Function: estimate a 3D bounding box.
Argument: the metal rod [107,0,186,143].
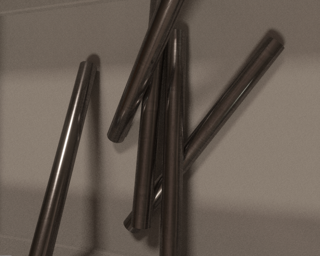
[{"bbox_3d":[-0.007,-0.093,0.343,0.025,0.025,0.298,40,129,15],"label":"metal rod"}]

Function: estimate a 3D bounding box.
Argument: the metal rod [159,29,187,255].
[{"bbox_3d":[0.016,0.024,0.379,0.025,0.025,0.298,-1,80,19],"label":"metal rod"}]

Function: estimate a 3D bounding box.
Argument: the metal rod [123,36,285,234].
[{"bbox_3d":[0.048,0.017,0.393,0.025,0.025,0.299,40,102,15],"label":"metal rod"}]

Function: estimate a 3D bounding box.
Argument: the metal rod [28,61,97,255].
[{"bbox_3d":[-0.121,0.047,0.388,0.025,0.025,0.299,-1,65,19],"label":"metal rod"}]

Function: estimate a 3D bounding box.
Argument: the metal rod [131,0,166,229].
[{"bbox_3d":[-0.012,-0.025,0.398,0.025,0.025,0.298,3,85,19],"label":"metal rod"}]
